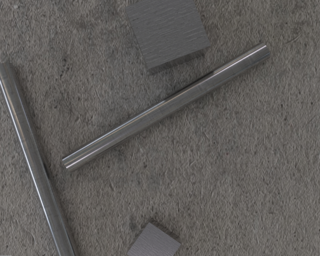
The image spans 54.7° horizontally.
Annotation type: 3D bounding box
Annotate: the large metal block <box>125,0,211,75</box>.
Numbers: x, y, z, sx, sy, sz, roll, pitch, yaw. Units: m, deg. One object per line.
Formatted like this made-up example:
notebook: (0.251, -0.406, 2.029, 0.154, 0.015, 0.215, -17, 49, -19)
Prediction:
large metal block: (0.009, -0.122, 0.398, 0.080, 0.050, 0.080, -21, 90, 0)

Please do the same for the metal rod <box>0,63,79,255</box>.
metal rod: (-0.158, 0.060, 0.408, 0.025, 0.025, 0.299, -19, 90, 0)

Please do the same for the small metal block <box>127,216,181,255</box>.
small metal block: (-0.008, 0.155, 0.410, 0.050, 0.025, 0.050, 35, 90, 0)

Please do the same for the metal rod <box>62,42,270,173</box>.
metal rod: (0.008, -0.027, 0.410, 0.301, 0.025, 0.025, -30, 90, 0)
